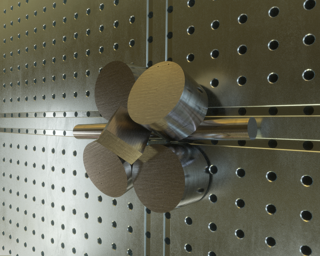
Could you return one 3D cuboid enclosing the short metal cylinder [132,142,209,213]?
[{"bbox_3d":[0.012,0.058,0.378,0.080,0.050,0.079,0,90,40],"label":"short metal cylinder"}]

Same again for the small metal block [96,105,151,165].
[{"bbox_3d":[-0.041,0.008,0.376,0.050,0.050,0.025,36,128,-12],"label":"small metal block"}]

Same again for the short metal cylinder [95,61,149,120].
[{"bbox_3d":[-0.044,-0.048,0.424,0.080,0.050,0.079,0,90,40],"label":"short metal cylinder"}]

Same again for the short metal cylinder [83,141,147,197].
[{"bbox_3d":[-0.058,0.046,0.420,0.080,0.050,0.079,17,120,32],"label":"short metal cylinder"}]

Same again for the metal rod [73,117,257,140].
[{"bbox_3d":[-0.019,0.004,0.419,0.300,0.025,0.025,-1,89,40],"label":"metal rod"}]

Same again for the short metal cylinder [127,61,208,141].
[{"bbox_3d":[0.009,-0.031,0.364,0.080,0.050,0.080,-20,55,31],"label":"short metal cylinder"}]
